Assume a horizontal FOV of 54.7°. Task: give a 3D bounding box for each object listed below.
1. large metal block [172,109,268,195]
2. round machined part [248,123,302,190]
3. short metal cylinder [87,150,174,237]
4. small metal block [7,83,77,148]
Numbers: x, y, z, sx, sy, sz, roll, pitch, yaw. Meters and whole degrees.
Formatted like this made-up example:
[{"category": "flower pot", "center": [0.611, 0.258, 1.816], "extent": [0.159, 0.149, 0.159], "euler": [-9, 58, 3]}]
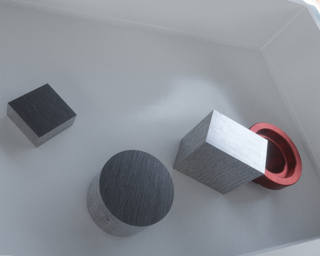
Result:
[{"category": "large metal block", "center": [0.075, 0.034, 0.392], "extent": [0.080, 0.080, 0.050], "euler": [29, 52, -11]}, {"category": "round machined part", "center": [0.154, 0.044, 0.453], "extent": [0.099, 0.042, 0.098], "euler": [14, 56, -21]}, {"category": "short metal cylinder", "center": [-0.032, 0.070, 0.331], "extent": [0.081, 0.050, 0.080], "euler": [14, 56, -21]}, {"category": "small metal block", "center": [-0.131, -0.015, 0.345], "extent": [0.050, 0.025, 0.050], "euler": [47, 51, 4]}]
